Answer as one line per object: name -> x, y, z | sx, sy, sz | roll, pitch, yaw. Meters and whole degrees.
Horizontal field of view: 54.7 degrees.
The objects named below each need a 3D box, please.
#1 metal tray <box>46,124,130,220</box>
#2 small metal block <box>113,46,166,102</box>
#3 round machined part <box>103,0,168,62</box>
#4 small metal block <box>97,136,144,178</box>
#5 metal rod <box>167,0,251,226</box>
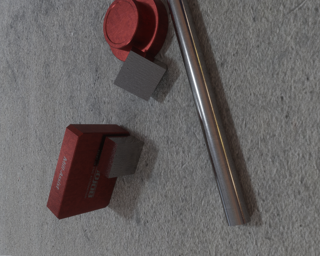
metal tray -> -0.101, 0.059, 0.443 | 0.030, 0.091, 0.129 | 29, 108, 36
small metal block -> -0.026, -0.071, 0.406 | 0.050, 0.050, 0.025 | -58, 13, 24
round machined part -> -0.040, -0.139, 0.425 | 0.098, 0.042, 0.097 | 0, 90, 39
small metal block -> -0.054, 0.039, 0.431 | 0.025, 0.050, 0.050 | 28, 107, 36
metal rod -> 0.050, -0.040, 0.361 | 0.025, 0.025, 0.299 | -22, 76, 37
